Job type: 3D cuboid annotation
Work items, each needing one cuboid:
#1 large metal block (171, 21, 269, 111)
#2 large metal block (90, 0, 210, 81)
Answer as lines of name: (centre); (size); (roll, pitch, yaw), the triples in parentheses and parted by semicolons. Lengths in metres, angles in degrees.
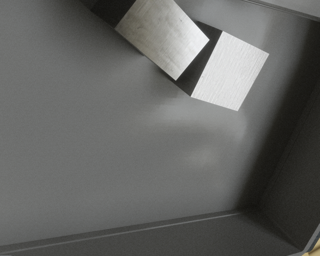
large metal block: (0.074, -0.075, 0.386); (0.081, 0.050, 0.079); (12, 112, -34)
large metal block: (-0.012, -0.101, 0.304); (0.080, 0.080, 0.050); (34, 99, -39)
